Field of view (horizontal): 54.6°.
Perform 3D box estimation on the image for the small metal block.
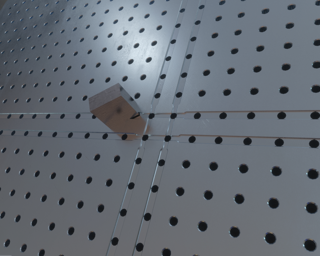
[{"bbox_3d":[-0.066,-0.031,0.447,0.050,0.050,0.025,-25,53,13],"label":"small metal block"}]
